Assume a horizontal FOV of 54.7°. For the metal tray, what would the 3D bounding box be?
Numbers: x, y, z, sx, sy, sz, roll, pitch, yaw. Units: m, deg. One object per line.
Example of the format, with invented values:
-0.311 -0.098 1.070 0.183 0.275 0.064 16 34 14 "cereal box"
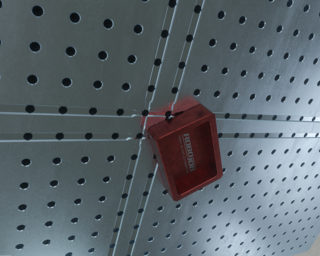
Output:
0.042 0.040 0.457 0.091 0.030 0.129 -25 128 -13 "metal tray"
